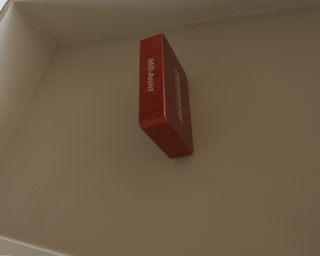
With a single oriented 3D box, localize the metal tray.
[{"bbox_3d":[0.008,-0.039,0.381,0.030,0.090,0.130,-14,56,19],"label":"metal tray"}]
